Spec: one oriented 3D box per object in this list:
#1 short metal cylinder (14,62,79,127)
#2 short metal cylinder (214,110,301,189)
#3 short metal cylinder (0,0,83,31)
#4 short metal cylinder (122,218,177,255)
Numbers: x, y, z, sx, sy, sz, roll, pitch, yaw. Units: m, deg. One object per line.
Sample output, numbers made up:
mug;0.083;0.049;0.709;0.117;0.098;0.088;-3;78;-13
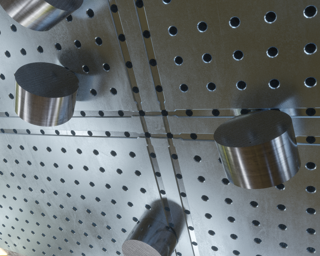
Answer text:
short metal cylinder;-0.156;-0.047;0.427;0.080;0.080;0.050;30;128;8
short metal cylinder;0.104;0.021;0.333;0.080;0.080;0.050;-8;115;31
short metal cylinder;-0.134;-0.157;0.347;0.050;0.080;0.080;-19;108;35
short metal cylinder;-0.017;0.201;0.527;0.080;0.050;0.079;13;124;20
